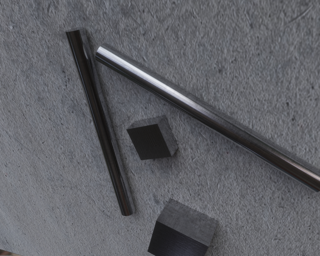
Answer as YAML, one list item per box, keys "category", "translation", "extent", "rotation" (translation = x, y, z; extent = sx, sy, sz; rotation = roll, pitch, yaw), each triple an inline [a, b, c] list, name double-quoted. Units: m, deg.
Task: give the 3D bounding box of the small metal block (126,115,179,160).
- category: "small metal block"
  translation: [-0.010, 0.014, 0.419]
  extent: [0.050, 0.025, 0.050]
  rotation: [-10, 113, 32]

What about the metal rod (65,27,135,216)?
- category: "metal rod"
  translation: [-0.080, 0.008, 0.451]
  extent: [0.025, 0.025, 0.298]
  rotation: [3, 120, 26]

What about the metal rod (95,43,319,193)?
- category: "metal rod"
  translation: [0.054, -0.016, 0.367]
  extent: [0.301, 0.025, 0.025]
  rotation: [32, 128, 7]

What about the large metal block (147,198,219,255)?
- category: "large metal block"
  translation: [0.034, 0.167, 0.475]
  extent: [0.080, 0.050, 0.079]
  rotation: [23, 127, 14]
